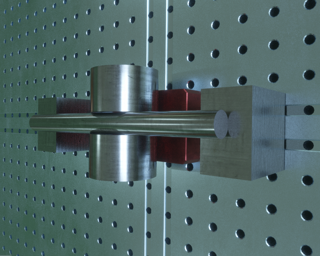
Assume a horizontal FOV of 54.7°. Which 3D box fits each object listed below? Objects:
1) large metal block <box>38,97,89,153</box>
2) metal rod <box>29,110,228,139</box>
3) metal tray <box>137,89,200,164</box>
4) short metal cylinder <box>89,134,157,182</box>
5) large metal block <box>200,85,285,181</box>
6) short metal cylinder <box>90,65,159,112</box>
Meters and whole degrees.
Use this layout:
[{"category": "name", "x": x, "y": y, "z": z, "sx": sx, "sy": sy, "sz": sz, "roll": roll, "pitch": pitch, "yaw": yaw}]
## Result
[{"category": "large metal block", "x": -0.142, "y": -0.005, "z": 0.489, "sx": 0.050, "sy": 0.081, "sz": 0.080, "roll": 1, "pitch": 91, "yaw": 40}, {"category": "metal rod", "x": -0.064, "y": -0.005, "z": 0.357, "sx": 0.300, "sy": 0.025, "sz": 0.025, "roll": 1, "pitch": 91, "yaw": 40}, {"category": "metal tray", "x": -0.009, "y": -0.003, "z": 0.414, "sx": 0.130, "sy": 0.030, "sz": 0.089, "roll": 2, "pitch": 91, "yaw": 40}, {"category": "short metal cylinder", "x": -0.044, "y": 0.032, "z": 0.371, "sx": 0.080, "sy": 0.081, "sz": 0.050, "roll": 1, "pitch": 91, "yaw": 40}, {"category": "large metal block", "x": 0.083, "y": 0.004, "z": 0.304, "sx": 0.050, "sy": 0.081, "sz": 0.080, "roll": 1, "pitch": 91, "yaw": 40}, {"category": "short metal cylinder", "x": -0.042, "y": -0.043, "z": 0.369, "sx": 0.080, "sy": 0.081, "sz": 0.050, "roll": 1, "pitch": 91, "yaw": 40}]
